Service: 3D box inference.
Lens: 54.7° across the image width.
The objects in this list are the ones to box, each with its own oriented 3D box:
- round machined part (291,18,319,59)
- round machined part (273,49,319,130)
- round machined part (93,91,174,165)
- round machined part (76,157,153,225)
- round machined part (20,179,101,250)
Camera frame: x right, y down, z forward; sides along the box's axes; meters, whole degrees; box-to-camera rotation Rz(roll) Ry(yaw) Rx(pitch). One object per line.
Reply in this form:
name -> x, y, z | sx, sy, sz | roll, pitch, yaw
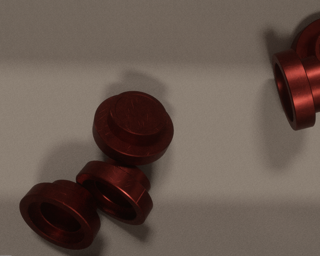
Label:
round machined part -> 0.227, -0.098, 0.404 | 0.099, 0.042, 0.097 | 0, 90, 1
round machined part -> 0.171, -0.049, 0.374 | 0.042, 0.098, 0.097 | -16, 90, 15
round machined part -> -0.030, -0.007, 0.376 | 0.099, 0.042, 0.098 | 10, 49, -12
round machined part -> -0.051, 0.073, 0.384 | 0.098, 0.097, 0.042 | 36, 54, -1
round machined part -> -0.118, 0.103, 0.385 | 0.098, 0.042, 0.097 | 10, 127, 14
